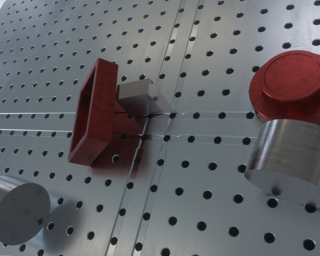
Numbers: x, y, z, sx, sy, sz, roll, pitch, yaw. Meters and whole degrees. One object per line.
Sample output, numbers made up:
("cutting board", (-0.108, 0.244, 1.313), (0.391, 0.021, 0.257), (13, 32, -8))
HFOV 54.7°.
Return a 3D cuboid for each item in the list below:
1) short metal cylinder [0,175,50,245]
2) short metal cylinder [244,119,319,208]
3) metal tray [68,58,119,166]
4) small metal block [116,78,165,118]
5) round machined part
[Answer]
("short metal cylinder", (-0.195, 0.107, 0.410), (0.050, 0.080, 0.080), (8, 66, 32))
("short metal cylinder", (0.125, 0.034, 0.286), (0.080, 0.080, 0.050), (13, 69, 33))
("metal tray", (-0.094, -0.022, 0.437), (0.090, 0.030, 0.130), (-43, 39, 48))
("small metal block", (-0.026, -0.040, 0.431), (0.050, 0.050, 0.025), (-8, 58, 24))
("round machined part", (0.150, -0.048, 0.348), (0.098, 0.042, 0.098), (-13, 56, 21))
